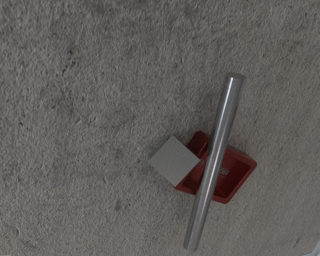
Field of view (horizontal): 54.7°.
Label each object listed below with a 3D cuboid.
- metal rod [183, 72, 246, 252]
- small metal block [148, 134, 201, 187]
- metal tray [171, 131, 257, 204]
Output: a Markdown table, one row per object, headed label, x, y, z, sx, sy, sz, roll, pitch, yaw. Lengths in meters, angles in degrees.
| label | x | y | z | sx | sy | sz | roll | pitch | yaw |
| --- | --- | --- | --- | --- | --- | --- | --- | --- | --- |
| metal rod | 0.072 | 0.066 | 0.447 | 0.025 | 0.025 | 0.298 | -5 | 121 | -26 |
| small metal block | 0.020 | 0.044 | 0.428 | 0.050 | 0.025 | 0.050 | 42 | 95 | 4 |
| metal tray | 0.085 | 0.067 | 0.491 | 0.131 | 0.030 | 0.090 | 24 | 105 | -37 |
